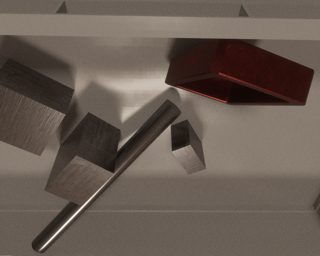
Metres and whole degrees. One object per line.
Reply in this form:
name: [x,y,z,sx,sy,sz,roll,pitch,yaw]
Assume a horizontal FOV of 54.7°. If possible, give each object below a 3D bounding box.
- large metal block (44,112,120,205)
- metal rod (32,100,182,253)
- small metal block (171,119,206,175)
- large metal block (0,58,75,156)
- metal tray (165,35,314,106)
large metal block: [-0.099,0.040,0.406,0.050,0.080,0.080,32,123,-24]
metal rod: [-0.083,0.076,0.429,0.025,0.025,0.299,36,108,-27]
small metal block: [0.038,0.025,0.415,0.025,0.050,0.050,-22,127,17]
large metal block: [-0.161,-0.022,0.371,0.080,0.050,0.080,27,125,-21]
metal tray: [0.067,-0.049,0.304,0.091,0.130,0.030,16,90,-16]
